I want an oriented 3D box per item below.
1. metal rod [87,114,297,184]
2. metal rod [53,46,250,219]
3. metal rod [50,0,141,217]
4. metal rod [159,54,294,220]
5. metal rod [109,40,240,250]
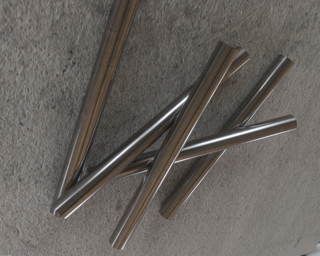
[{"bbox_3d":[0.053,0.028,0.429,0.302,0.025,0.025,-14,125,-12],"label":"metal rod"},{"bbox_3d":[-0.005,0.000,0.386,0.301,0.025,0.025,-41,130,-8],"label":"metal rod"},{"bbox_3d":[-0.076,-0.022,0.351,0.025,0.025,0.298,9,114,-32],"label":"metal rod"},{"bbox_3d":[0.095,0.020,0.470,0.025,0.025,0.299,28,103,-38],"label":"metal rod"},{"bbox_3d":[0.009,0.034,0.385,0.025,0.025,0.298,16,112,-35],"label":"metal rod"}]
